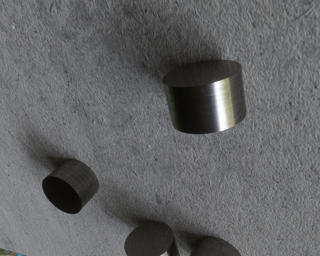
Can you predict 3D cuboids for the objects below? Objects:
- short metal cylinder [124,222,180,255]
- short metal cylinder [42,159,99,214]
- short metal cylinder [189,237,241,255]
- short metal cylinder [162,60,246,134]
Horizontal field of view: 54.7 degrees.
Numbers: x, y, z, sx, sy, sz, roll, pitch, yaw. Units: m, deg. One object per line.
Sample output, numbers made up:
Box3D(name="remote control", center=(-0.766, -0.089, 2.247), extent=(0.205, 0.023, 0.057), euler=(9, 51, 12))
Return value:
Box3D(name="short metal cylinder", center=(-0.012, 0.199, 0.501), extent=(0.080, 0.080, 0.050), euler=(-1, 118, 28))
Box3D(name="short metal cylinder", center=(-0.153, 0.101, 0.534), extent=(0.080, 0.050, 0.079), euler=(13, 124, 21))
Box3D(name="short metal cylinder", center=(0.083, 0.217, 0.482), extent=(0.080, 0.050, 0.079), euler=(13, 124, 21))
Box3D(name="short metal cylinder", center=(0.047, -0.035, 0.325), extent=(0.080, 0.080, 0.050), euler=(1, 119, 28))
